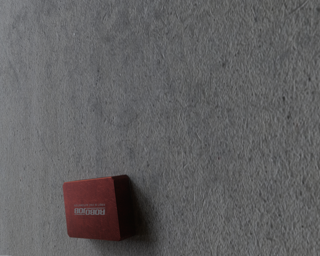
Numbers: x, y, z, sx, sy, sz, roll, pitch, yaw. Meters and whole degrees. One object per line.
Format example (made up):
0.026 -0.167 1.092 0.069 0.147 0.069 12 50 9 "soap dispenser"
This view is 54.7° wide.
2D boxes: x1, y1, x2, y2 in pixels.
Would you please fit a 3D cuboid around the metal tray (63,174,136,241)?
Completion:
-0.099 0.124 0.484 0.130 0.030 0.090 -13 82 39 "metal tray"
